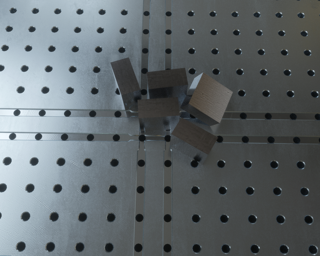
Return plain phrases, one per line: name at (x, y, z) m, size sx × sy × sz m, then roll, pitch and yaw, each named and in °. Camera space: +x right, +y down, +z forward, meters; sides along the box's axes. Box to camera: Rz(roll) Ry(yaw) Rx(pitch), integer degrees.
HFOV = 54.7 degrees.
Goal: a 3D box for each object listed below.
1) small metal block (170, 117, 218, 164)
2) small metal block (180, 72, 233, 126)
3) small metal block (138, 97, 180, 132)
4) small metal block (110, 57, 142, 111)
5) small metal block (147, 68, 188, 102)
small metal block at (0.041, 0.018, 0.393) m, size 0.050 × 0.050 × 0.025 m, roll 30°, pitch 73°, yaw 10°
small metal block at (0.063, -0.038, 0.417) m, size 0.050 × 0.025 × 0.050 m, roll 31°, pitch 71°, yaw -14°
small metal block at (-0.002, -0.017, 0.405) m, size 0.050 × 0.050 × 0.025 m, roll -4°, pitch 70°, yaw -2°
small metal block at (-0.045, -0.058, 0.419) m, size 0.025 × 0.050 × 0.050 m, roll -18°, pitch 71°, yaw -7°
small metal block at (0.009, -0.055, 0.419) m, size 0.050 × 0.050 × 0.025 m, roll -7°, pitch 70°, yaw -3°
